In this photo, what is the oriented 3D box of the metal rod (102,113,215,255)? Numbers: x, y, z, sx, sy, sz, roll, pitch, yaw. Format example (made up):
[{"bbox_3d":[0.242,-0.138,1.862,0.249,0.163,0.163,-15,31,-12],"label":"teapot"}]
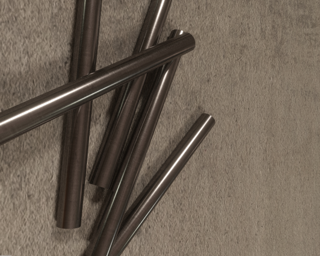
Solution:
[{"bbox_3d":[-0.012,0.088,0.396,0.301,0.025,0.025,-50,120,-28],"label":"metal rod"}]

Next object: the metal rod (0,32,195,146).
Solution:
[{"bbox_3d":[-0.067,-0.043,0.315,0.302,0.025,0.025,-34,111,-35],"label":"metal rod"}]

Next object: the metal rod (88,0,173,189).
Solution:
[{"bbox_3d":[-0.026,-0.073,0.384,0.025,0.025,0.299,28,73,-37],"label":"metal rod"}]

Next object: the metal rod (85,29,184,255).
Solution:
[{"bbox_3d":[-0.021,0.005,0.380,0.025,0.025,0.299,34,66,-35],"label":"metal rod"}]

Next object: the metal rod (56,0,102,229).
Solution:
[{"bbox_3d":[-0.084,-0.046,0.335,0.025,0.025,0.298,8,85,-40],"label":"metal rod"}]
